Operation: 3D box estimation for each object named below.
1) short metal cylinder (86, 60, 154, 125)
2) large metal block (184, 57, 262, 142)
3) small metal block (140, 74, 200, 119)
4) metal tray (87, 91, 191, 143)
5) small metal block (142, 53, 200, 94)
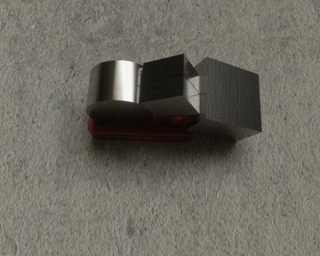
[{"bbox_3d":[-0.047,-0.040,0.381,0.081,0.080,0.050,1,70,0],"label":"short metal cylinder"},{"bbox_3d":[0.079,-0.033,0.393,0.081,0.050,0.080,12,68,-23],"label":"large metal block"},{"bbox_3d":[0.013,-0.033,0.352,0.050,0.050,0.025,-8,67,25],"label":"small metal block"},{"bbox_3d":[-0.024,-0.029,0.417,0.131,0.030,0.090,2,70,0],"label":"metal tray"},{"bbox_3d":[0.014,-0.058,0.362,0.050,0.050,0.025,-8,67,25],"label":"small metal block"}]
